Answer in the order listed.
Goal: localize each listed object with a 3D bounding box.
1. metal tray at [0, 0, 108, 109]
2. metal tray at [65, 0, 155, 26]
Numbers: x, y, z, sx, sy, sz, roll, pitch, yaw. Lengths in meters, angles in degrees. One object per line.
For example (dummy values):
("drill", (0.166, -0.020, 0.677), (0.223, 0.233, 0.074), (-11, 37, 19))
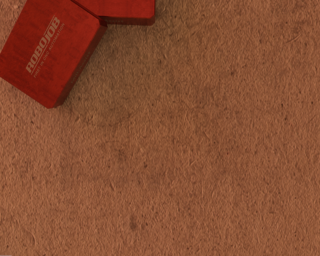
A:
("metal tray", (-0.138, -0.101, 0.389), (0.090, 0.030, 0.129), (34, 104, -2))
("metal tray", (-0.070, -0.186, 0.407), (0.131, 0.030, 0.089), (2, 90, 0))
